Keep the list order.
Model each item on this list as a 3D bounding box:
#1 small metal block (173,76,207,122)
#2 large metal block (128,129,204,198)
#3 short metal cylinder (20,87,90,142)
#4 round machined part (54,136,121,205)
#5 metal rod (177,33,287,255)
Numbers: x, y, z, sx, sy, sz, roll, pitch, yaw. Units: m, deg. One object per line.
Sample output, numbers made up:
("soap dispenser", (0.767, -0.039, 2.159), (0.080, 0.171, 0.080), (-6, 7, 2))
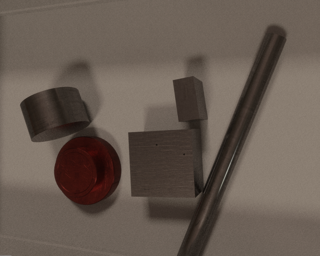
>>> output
("small metal block", (0.039, -0.034, 0.383), (0.025, 0.050, 0.050), (-9, 87, 19))
("large metal block", (0.009, 0.043, 0.393), (0.080, 0.050, 0.079), (-3, 89, 19))
("short metal cylinder", (-0.145, -0.018, 0.431), (0.080, 0.080, 0.050), (-23, 83, 18))
("round machined part", (-0.109, 0.061, 0.438), (0.098, 0.042, 0.097), (0, 90, 19))
("metal rod", (0.084, 0.032, 0.380), (0.025, 0.025, 0.298), (23, 97, 18))
